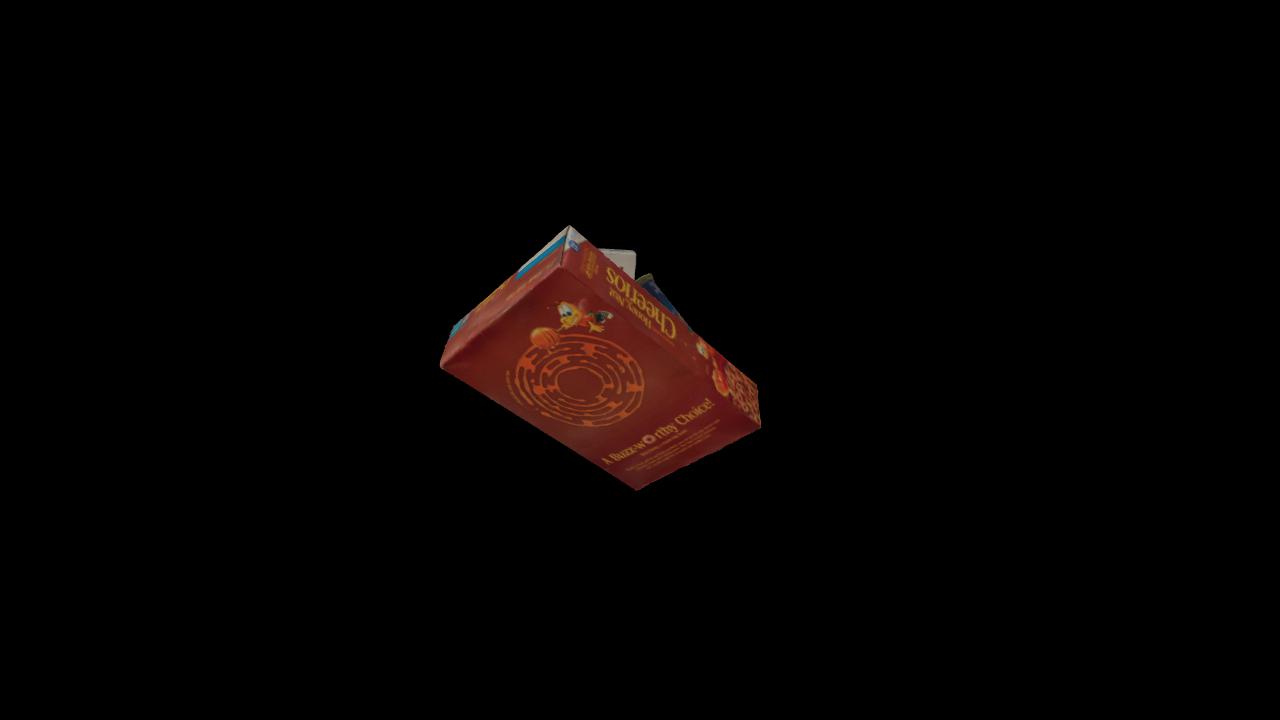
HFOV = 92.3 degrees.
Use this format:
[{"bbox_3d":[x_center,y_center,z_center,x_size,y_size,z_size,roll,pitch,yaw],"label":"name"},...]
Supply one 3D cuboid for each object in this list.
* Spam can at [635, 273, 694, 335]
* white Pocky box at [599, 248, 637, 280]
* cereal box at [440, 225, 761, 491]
[{"bbox_3d":[0.017,-0.045,0.714,0.058,0.085,0.101,-37,-5,3],"label":"Spam can"},{"bbox_3d":[-0.050,-0.041,0.658,0.084,0.154,0.028,1,16,-10],"label":"white Pocky box"},{"bbox_3d":[-0.037,0.017,0.690,0.203,0.081,0.306,-34,-58,31],"label":"cereal box"}]
